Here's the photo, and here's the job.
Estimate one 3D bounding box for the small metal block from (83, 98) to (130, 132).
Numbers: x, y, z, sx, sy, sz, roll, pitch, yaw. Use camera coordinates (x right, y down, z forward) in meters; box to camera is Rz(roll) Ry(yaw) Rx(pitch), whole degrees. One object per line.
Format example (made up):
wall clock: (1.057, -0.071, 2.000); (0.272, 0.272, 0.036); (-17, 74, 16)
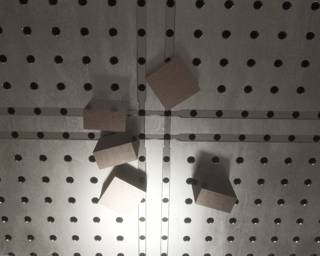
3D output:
small metal block: (-0.066, -0.017, 0.393); (0.050, 0.050, 0.025); (4, 110, -2)

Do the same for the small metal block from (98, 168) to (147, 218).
small metal block: (-0.054, 0.094, 0.447); (0.050, 0.025, 0.050); (30, 107, -11)

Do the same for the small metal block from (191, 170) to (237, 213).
small metal block: (0.075, 0.088, 0.434); (0.050, 0.050, 0.025); (17, 109, -7)

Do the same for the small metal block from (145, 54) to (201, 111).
small metal block: (0.016, -0.058, 0.392); (0.050, 0.025, 0.050); (-32, 108, 10)

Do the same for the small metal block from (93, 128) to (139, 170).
small metal block: (-0.056, 0.027, 0.409); (0.050, 0.050, 0.025); (-15, 110, 5)
